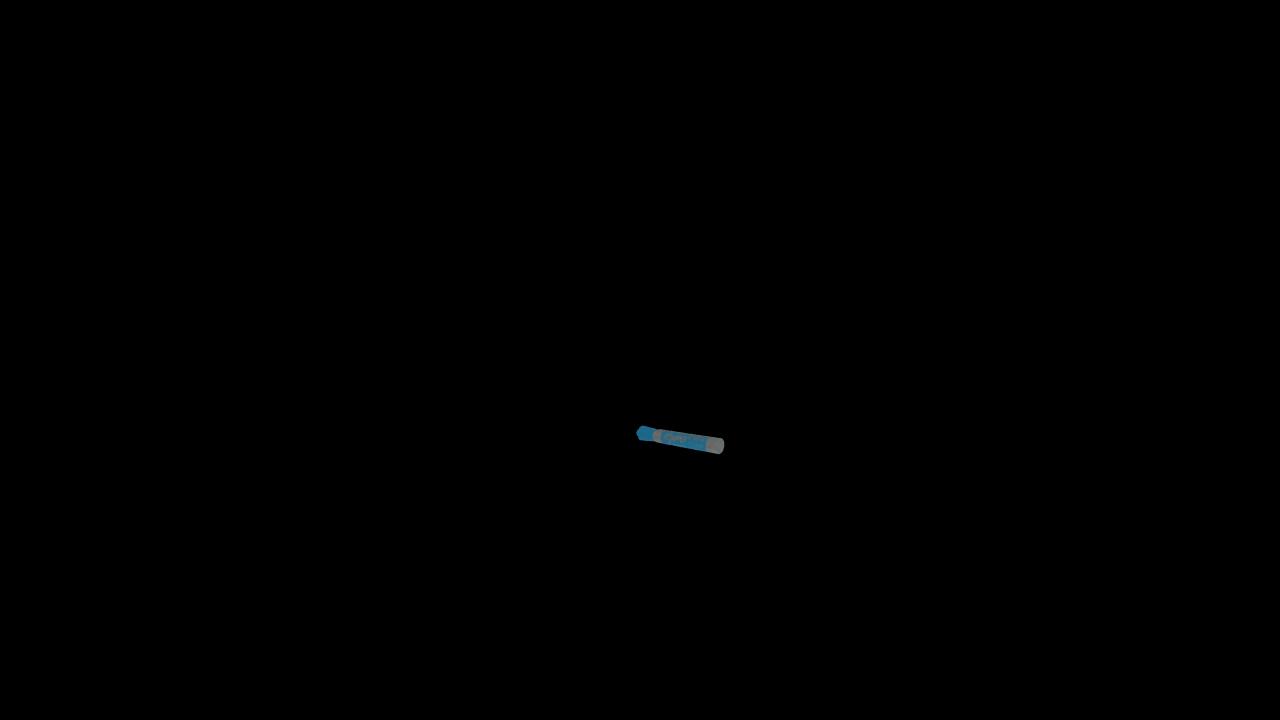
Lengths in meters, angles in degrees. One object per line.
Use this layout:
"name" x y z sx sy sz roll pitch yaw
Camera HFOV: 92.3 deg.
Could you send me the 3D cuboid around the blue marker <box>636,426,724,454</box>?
"blue marker" 0.045 0.096 0.747 0.121 0.020 0.020 4 3 38
